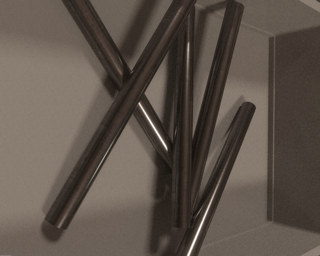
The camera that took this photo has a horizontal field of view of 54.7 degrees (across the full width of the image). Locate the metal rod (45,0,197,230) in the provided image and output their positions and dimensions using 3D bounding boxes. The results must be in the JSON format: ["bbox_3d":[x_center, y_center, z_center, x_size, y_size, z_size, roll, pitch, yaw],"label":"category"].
[{"bbox_3d":[-0.037,-0.031,0.348,0.025,0.025,0.300,36,76,-35],"label":"metal rod"}]

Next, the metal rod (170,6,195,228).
[{"bbox_3d":[0.031,-0.025,0.410,0.025,0.025,0.299,13,75,-40],"label":"metal rod"}]

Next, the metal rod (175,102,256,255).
[{"bbox_3d":[0.089,0.066,0.452,0.025,0.025,0.301,54,49,-27],"label":"metal rod"}]

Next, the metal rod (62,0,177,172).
[{"bbox_3d":[-0.042,-0.057,0.372,0.025,0.025,0.299,-46,118,-30],"label":"metal rod"}]

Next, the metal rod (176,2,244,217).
[{"bbox_3d":[0.069,-0.030,0.425,0.025,0.025,0.299,20,82,-39],"label":"metal rod"}]
